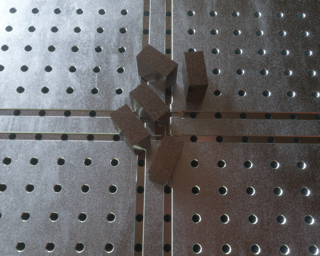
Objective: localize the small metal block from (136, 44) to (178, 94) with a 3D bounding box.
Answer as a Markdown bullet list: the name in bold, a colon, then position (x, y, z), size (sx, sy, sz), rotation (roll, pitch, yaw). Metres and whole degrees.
- **small metal block**: position (-0.004, -0.080, 0.428), size (0.050, 0.050, 0.025), rotation (37, 74, 12)

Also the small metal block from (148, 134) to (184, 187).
- **small metal block**: position (0.007, 0.042, 0.383), size (0.025, 0.050, 0.050), rotation (22, 71, 7)

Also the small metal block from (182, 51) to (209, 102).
- **small metal block**: position (0.047, -0.069, 0.424), size (0.025, 0.050, 0.050), rotation (-5, 70, -2)

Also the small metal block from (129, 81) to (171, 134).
- **small metal block**: position (-0.013, -0.025, 0.408), size (0.025, 0.050, 0.050), rotation (-39, 75, -13)

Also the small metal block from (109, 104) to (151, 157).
- **small metal block**: position (-0.037, 0.004, 0.397), size (0.025, 0.050, 0.050), rotation (-35, 74, -12)
